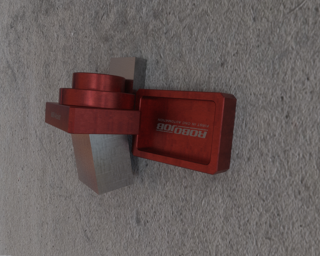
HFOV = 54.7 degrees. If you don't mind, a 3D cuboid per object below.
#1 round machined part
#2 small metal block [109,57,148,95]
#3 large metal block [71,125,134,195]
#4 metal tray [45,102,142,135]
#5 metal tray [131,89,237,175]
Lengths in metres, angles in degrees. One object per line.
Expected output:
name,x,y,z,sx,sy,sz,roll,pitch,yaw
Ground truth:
round machined part,-0.082,-0.049,0.410,0.098,0.099,0.042,8,95,39
small metal block,-0.047,-0.074,0.443,0.050,0.025,0.050,9,95,39
large metal block,-0.082,0.037,0.431,0.080,0.050,0.079,11,111,57
metal tray,-0.094,-0.015,0.417,0.130,0.091,0.030,12,99,57
metal tray,0.024,0.000,0.382,0.130,0.030,0.089,8,95,39
